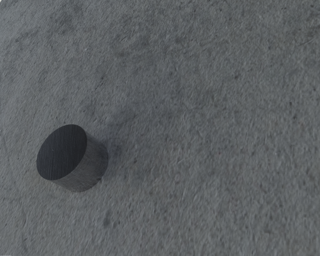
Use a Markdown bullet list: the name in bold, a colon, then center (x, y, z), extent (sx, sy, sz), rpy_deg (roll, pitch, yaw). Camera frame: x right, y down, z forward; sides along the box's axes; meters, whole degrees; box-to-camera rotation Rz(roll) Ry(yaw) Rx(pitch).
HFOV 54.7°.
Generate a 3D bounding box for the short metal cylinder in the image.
- **short metal cylinder**: center (-0.118, 0.042, 0.422), extent (0.080, 0.050, 0.080), rpy_deg (-13, 56, 20)
